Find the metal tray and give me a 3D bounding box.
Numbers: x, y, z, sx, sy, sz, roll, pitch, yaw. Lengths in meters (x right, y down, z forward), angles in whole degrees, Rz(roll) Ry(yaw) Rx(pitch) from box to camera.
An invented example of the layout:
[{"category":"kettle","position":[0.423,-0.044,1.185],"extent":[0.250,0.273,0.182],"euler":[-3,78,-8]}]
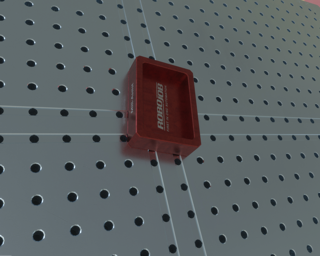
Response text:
[{"category":"metal tray","position":[0.004,-0.032,0.425],"extent":[0.091,0.030,0.130],"euler":[11,57,-22]}]
